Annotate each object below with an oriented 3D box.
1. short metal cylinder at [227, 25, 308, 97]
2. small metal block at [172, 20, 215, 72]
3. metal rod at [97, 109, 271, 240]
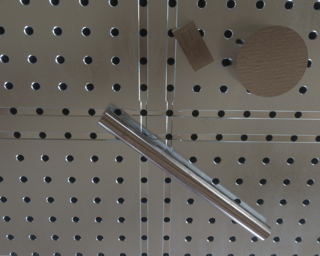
[{"bbox_3d":[0.126,-0.082,0.371,0.081,0.050,0.079,0,110,0],"label":"short metal cylinder"},{"bbox_3d":[0.037,-0.098,0.364,0.025,0.050,0.050,-29,108,10],"label":"small metal block"},{"bbox_3d":[0.042,0.072,0.440,0.301,0.025,0.025,37,106,-13],"label":"metal rod"}]
